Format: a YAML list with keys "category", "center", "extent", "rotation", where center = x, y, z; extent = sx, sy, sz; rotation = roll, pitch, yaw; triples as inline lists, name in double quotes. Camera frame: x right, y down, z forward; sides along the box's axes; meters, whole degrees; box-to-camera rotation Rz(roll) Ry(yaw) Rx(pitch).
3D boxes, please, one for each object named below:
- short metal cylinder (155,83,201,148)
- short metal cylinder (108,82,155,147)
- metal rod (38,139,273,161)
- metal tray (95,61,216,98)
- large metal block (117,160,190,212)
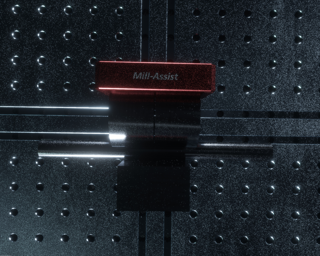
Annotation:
- category: "short metal cylinder"
  center: [0.020, -0.016, 0.383]
  extent: [0.050, 0.080, 0.079]
  rotation: [2, 90, 0]
- category: "short metal cylinder"
  center: [-0.032, -0.016, 0.383]
  extent: [0.050, 0.080, 0.079]
  rotation: [1, 90, 0]
- category: "metal rod"
  center: [-0.005, 0.029, 0.409]
  extent: [0.302, 0.025, 0.025]
  rotation: [1, 90, 0]
- category: "metal tray"
  center: [-0.005, -0.056, 0.377]
  extent: [0.131, 0.090, 0.030]
  rotation: [1, 90, 0]
- category: "large metal block"
  center: [-0.007, 0.067, 0.382]
  extent: [0.081, 0.080, 0.050]
  rotation: [1, 90, 0]
